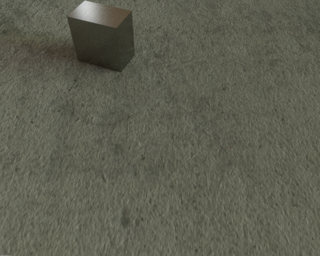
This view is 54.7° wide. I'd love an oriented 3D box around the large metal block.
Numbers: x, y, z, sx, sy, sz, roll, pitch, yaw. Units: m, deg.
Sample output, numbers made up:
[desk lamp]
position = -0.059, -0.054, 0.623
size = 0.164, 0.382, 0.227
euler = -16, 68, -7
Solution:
[large metal block]
position = -0.089, -0.143, 0.487
size = 0.080, 0.080, 0.050
euler = 17, 52, 13
